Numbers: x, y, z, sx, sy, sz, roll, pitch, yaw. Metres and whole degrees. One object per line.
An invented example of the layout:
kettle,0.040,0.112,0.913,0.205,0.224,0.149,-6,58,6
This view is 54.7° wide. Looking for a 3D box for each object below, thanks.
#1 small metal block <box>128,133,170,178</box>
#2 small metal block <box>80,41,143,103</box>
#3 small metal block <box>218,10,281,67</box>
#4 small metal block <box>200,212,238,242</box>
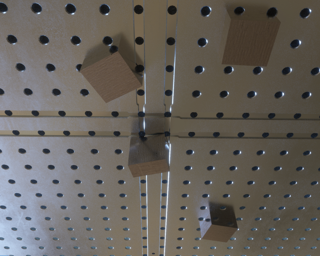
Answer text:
small metal block,-0.015,0.037,0.427,0.050,0.050,0.025,-11,129,8
small metal block,-0.054,-0.063,0.357,0.050,0.025,0.050,-23,127,18
small metal block,0.094,-0.095,0.332,0.050,0.025,0.050,2,130,-3
small metal block,0.108,0.183,0.570,0.050,0.025,0.050,12,129,-11
